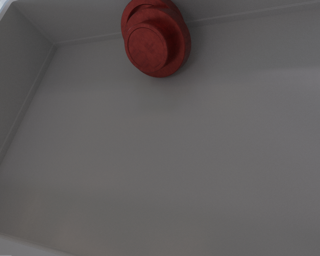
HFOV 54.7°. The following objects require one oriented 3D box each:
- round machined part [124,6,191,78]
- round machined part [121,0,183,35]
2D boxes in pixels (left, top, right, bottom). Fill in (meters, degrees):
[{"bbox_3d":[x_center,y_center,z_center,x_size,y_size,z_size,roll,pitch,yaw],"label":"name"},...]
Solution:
[{"bbox_3d":[-0.010,-0.116,0.432,0.098,0.097,0.042,4,30,30],"label":"round machined part"},{"bbox_3d":[-0.006,-0.150,0.465,0.098,0.097,0.042,5,31,30],"label":"round machined part"}]
